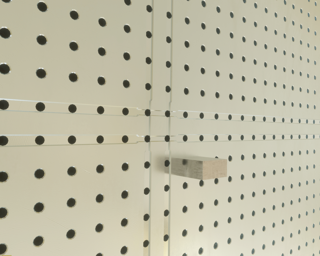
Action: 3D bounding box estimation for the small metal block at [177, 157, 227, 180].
[{"bbox_3d":[0.060,0.056,0.442,0.050,0.050,0.025,1,90,-40],"label":"small metal block"}]
